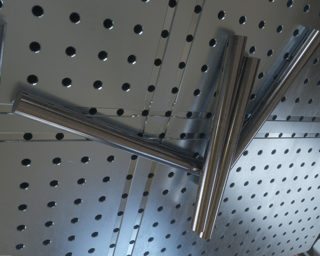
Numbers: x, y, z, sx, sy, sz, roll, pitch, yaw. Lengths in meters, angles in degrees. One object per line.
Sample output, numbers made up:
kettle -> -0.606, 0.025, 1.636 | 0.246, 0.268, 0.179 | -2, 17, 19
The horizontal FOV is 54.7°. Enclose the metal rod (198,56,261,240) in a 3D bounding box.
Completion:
metal rod -> 0.100, 0.041, 0.472 | 0.025, 0.025, 0.298 | -1, 112, -28

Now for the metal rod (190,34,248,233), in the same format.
metal rod -> 0.080, 0.020, 0.445 | 0.025, 0.025, 0.298 | -3, 112, -27

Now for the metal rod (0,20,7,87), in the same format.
metal rod -> -0.193, 0.036, 0.328 | 0.025, 0.025, 0.298 | 5, 116, -31

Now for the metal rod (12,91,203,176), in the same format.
metal rod -> -0.035, 0.021, 0.406 | 0.302, 0.025, 0.025 | 23, 106, -37

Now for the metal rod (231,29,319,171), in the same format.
metal rod -> 0.155, -0.016, 0.488 | 0.025, 0.025, 0.299 | 22, 107, -37
